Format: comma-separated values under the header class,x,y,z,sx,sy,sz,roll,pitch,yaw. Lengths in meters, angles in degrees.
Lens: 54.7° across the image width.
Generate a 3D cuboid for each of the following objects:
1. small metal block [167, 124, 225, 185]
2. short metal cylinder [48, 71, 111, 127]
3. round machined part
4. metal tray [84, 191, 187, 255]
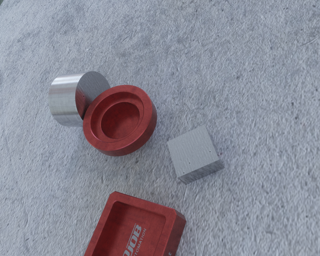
class,x,y,z,sx,sy,sz,roll,pitch,yaw
small metal block,0.041,0.031,0.363,0.050,0.025,0.050,-26,53,12
short metal cylinder,-0.114,-0.041,0.454,0.050,0.080,0.080,0,62,29
round machined part,-0.050,-0.007,0.418,0.098,0.042,0.098,-9,60,16
metal tray,-0.036,0.142,0.331,0.090,0.030,0.130,9,66,31
